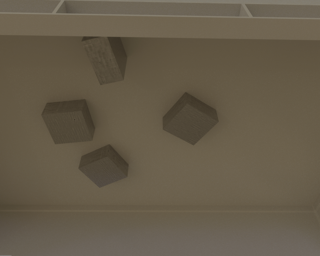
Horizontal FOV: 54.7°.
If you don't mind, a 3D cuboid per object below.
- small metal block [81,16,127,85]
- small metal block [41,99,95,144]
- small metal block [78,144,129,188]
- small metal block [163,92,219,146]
[{"bbox_3d":[-0.056,-0.081,0.323,0.025,0.050,0.050,-11,130,9],"label":"small metal block"},{"bbox_3d":[-0.117,-0.008,0.401,0.050,0.025,0.050,-6,130,4],"label":"small metal block"},{"bbox_3d":[-0.082,0.057,0.456,0.050,0.025,0.050,-24,127,18],"label":"small metal block"},{"bbox_3d":[0.039,-0.011,0.401,0.050,0.025,0.050,27,125,-22],"label":"small metal block"}]
